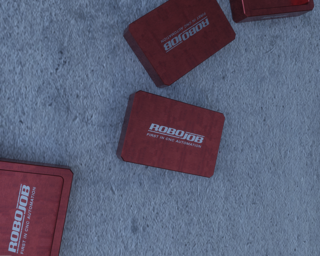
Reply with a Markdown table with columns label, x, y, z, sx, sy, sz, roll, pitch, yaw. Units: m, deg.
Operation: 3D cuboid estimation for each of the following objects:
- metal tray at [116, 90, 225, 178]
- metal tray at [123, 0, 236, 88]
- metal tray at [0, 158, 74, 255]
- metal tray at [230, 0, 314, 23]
| label | x | y | z | sx | sy | sz | roll | pitch | yaw |
| --- | --- | --- | --- | --- | --- | --- | --- | --- | --- |
| metal tray | 0.016 | 0.010 | 0.412 | 0.131 | 0.030 | 0.090 | 14 | 85 | -20 |
| metal tray | 0.029 | -0.125 | 0.417 | 0.131 | 0.030 | 0.090 | -37 | 102 | -16 |
| metal tray | -0.155 | 0.103 | 0.348 | 0.091 | 0.030 | 0.129 | 11 | 86 | -20 |
| metal tray | 0.166 | -0.213 | 0.466 | 0.131 | 0.030 | 0.089 | -13 | 95 | -20 |
